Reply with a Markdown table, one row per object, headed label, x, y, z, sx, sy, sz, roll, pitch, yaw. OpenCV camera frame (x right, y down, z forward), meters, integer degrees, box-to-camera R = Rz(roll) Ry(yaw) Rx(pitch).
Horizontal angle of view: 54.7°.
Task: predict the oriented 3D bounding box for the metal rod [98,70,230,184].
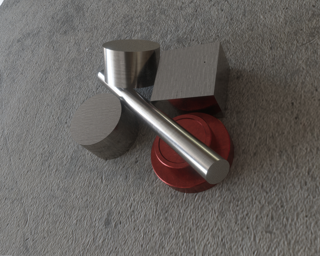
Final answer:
| label | x | y | z | sx | sy | sz | roll | pitch | yaw |
| --- | --- | --- | --- | --- | --- | --- | --- | --- | --- |
| metal rod | -0.019 | -0.023 | 0.386 | 0.025 | 0.025 | 0.300 | -45 | 38 | -3 |

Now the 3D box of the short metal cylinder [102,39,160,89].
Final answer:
| label | x | y | z | sx | sy | sz | roll | pitch | yaw |
| --- | --- | --- | --- | --- | --- | --- | --- | --- | --- |
| short metal cylinder | -0.040 | -0.094 | 0.444 | 0.081 | 0.050 | 0.080 | 1 | 27 | 0 |

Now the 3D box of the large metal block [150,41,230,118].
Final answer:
| label | x | y | z | sx | sy | sz | roll | pitch | yaw |
| --- | --- | --- | --- | --- | --- | --- | --- | --- | --- |
| large metal block | 0.042 | -0.058 | 0.401 | 0.080 | 0.050 | 0.080 | -3 | 60 | 26 |

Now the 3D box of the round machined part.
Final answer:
| label | x | y | z | sx | sy | sz | roll | pitch | yaw |
| --- | --- | --- | --- | --- | --- | --- | --- | --- | --- |
| round machined part | 0.033 | 0.023 | 0.362 | 0.098 | 0.042 | 0.098 | -13 | 56 | 21 |

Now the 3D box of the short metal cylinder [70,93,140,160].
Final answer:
| label | x | y | z | sx | sy | sz | roll | pitch | yaw |
| --- | --- | --- | --- | --- | --- | --- | --- | --- | --- |
| short metal cylinder | -0.076 | -0.002 | 0.431 | 0.080 | 0.050 | 0.080 | -13 | 56 | 21 |
